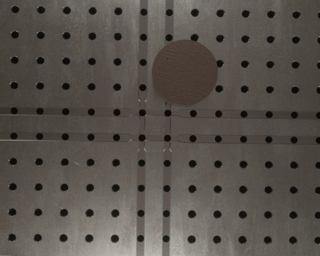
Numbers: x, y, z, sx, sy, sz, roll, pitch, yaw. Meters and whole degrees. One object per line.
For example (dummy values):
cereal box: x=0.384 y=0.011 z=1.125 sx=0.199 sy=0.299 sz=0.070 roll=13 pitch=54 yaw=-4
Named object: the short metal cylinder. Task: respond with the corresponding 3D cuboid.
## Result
short metal cylinder: x=0.030 y=-0.068 z=0.401 sx=0.081 sy=0.050 sz=0.079 roll=0 pitch=90 yaw=-1
